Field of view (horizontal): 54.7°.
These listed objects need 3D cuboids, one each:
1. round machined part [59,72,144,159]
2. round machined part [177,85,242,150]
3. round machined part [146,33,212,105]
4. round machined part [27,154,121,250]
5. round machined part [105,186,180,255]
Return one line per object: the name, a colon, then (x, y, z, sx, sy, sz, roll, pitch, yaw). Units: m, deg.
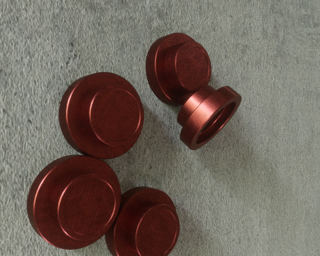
round machined part: (-0.057, -0.014, 0.346, 0.099, 0.042, 0.097, 0, 90, -40)
round machined part: (0.062, -0.019, 0.422, 0.099, 0.097, 0.042, -31, 65, -36)
round machined part: (0.032, -0.080, 0.420, 0.099, 0.042, 0.097, 0, 90, -40)
round machined part: (-0.082, 0.078, 0.325, 0.099, 0.042, 0.097, 0, 90, -40)
round machined part: (-0.014, 0.124, 0.382, 0.099, 0.042, 0.097, 0, 90, -40)
